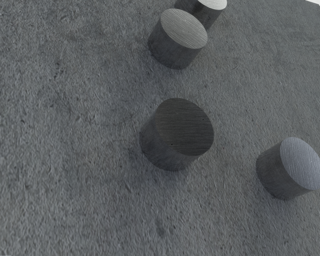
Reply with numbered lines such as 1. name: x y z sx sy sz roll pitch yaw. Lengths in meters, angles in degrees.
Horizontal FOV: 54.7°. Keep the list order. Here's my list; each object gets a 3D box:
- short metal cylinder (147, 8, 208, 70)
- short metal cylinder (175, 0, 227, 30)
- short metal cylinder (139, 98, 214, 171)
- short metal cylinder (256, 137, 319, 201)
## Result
1. short metal cylinder: 0.027 -0.139 0.487 0.081 0.050 0.080 14 56 -21
2. short metal cylinder: 0.074 -0.227 0.565 0.081 0.050 0.080 14 56 -21
3. short metal cylinder: 0.020 0.009 0.393 0.081 0.050 0.080 14 56 -21
4. short metal cylinder: 0.190 0.060 0.453 0.081 0.050 0.080 14 56 -21
